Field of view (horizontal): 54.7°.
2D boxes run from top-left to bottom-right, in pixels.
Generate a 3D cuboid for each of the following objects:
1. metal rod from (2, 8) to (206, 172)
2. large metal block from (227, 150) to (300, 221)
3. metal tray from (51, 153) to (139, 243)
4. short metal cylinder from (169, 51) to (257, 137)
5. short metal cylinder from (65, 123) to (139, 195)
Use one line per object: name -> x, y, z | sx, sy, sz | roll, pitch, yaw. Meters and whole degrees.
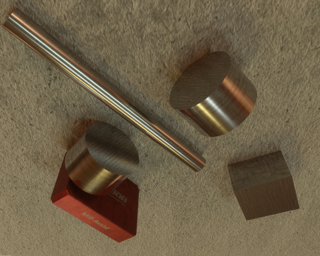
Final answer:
metal rod -> -0.047, -0.029, 0.381 | 0.025, 0.025, 0.301 | -36, 122, 26
large metal block -> 0.156, 0.088, 0.468 | 0.080, 0.050, 0.080 | -18, 128, 14
metal tray -> -0.085, 0.094, 0.443 | 0.030, 0.090, 0.130 | -31, 124, 23
short metal cylinder -> 0.057, -0.037, 0.340 | 0.080, 0.080, 0.050 | -34, 122, 25
short metal cylinder -> -0.075, 0.040, 0.405 | 0.080, 0.080, 0.050 | 32, 123, -24
